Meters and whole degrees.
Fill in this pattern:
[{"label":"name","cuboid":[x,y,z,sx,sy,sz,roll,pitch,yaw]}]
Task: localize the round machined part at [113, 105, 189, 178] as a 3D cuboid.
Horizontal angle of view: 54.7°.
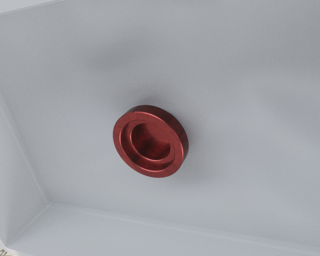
[{"label":"round machined part","cuboid":[-0.008,0.013,0.404,0.098,0.042,0.097,13,124,20]}]
